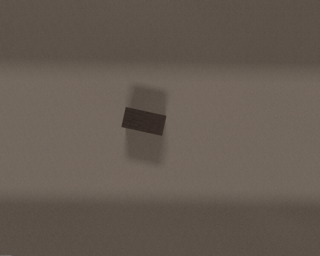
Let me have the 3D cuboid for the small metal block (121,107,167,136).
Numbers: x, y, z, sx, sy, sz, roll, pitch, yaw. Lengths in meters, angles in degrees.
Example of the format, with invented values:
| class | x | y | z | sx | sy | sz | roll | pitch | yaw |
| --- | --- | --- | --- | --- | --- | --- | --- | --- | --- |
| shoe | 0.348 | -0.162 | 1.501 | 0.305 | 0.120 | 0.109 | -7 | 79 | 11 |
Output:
| class | x | y | z | sx | sy | sz | roll | pitch | yaw |
| --- | --- | --- | --- | --- | --- | --- | --- | --- | --- |
| small metal block | -0.020 | -0.008 | 0.399 | 0.050 | 0.050 | 0.025 | 12 | 90 | -1 |
